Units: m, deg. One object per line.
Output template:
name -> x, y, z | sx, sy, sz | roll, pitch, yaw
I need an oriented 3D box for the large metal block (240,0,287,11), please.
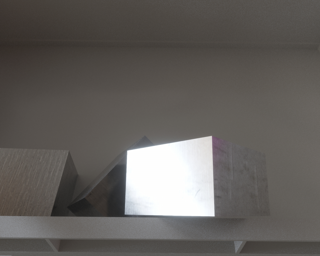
large metal block -> 0.209, -0.284, 0.633 | 0.081, 0.050, 0.080 | -3, 50, -3

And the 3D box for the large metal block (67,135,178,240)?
large metal block -> -0.038, 0.062, 0.307 | 0.050, 0.080, 0.080 | 46, 58, -5

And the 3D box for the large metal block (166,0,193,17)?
large metal block -> 0.039, -0.274, 0.603 | 0.050, 0.080, 0.080 | 1, 50, 1

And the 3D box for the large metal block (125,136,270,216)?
large metal block -> 0.030, 0.044, 0.247 | 0.080, 0.080, 0.050 | -13, 70, 40

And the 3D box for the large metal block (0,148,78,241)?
large metal block -> -0.140, 0.069, 0.329 | 0.081, 0.050, 0.080 | 2, 50, 1
